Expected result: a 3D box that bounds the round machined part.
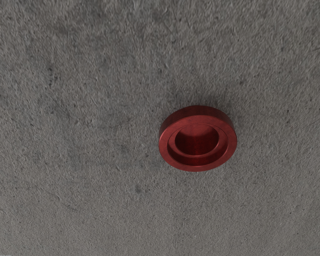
[{"bbox_3d":[0.047,0.009,0.404,0.099,0.042,0.097,0,130,0],"label":"round machined part"}]
